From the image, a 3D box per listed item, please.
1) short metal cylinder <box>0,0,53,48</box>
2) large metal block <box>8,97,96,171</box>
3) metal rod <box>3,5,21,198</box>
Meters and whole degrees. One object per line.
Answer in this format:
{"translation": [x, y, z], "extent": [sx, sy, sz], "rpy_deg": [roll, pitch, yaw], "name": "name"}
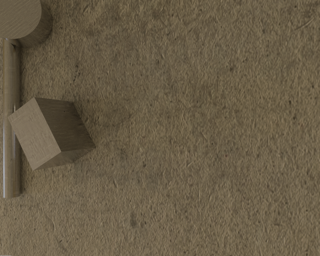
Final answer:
{"translation": [-0.205, -0.163, 0.452], "extent": [0.081, 0.050, 0.079], "rpy_deg": [0, 90, -2], "name": "short metal cylinder"}
{"translation": [-0.147, 0.007, 0.430], "extent": [0.050, 0.080, 0.080], "rpy_deg": [-32, 80, 17], "name": "large metal block"}
{"translation": [-0.234, -0.041, 0.489], "extent": [0.025, 0.025, 0.298], "rpy_deg": [0, 90, 19], "name": "metal rod"}
